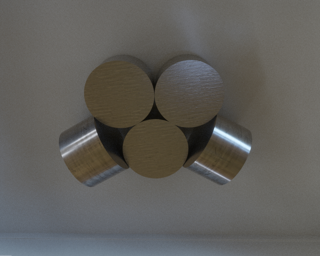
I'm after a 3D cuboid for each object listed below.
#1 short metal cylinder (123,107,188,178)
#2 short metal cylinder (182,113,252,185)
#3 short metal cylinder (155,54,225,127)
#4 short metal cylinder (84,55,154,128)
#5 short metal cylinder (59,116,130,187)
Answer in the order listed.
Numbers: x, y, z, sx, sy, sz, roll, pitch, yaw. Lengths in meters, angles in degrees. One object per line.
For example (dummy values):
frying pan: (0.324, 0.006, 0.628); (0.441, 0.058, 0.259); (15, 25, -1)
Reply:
short metal cylinder: (-0.005, 0.018, 0.403); (0.081, 0.050, 0.079); (0, 110, 0)
short metal cylinder: (0.070, 0.025, 0.390); (0.050, 0.080, 0.080); (28, 108, -10)
short metal cylinder: (0.034, -0.047, 0.379); (0.081, 0.050, 0.079); (0, 110, 0)
short metal cylinder: (-0.047, -0.046, 0.379); (0.081, 0.050, 0.079); (0, 110, 0)
short metal cylinder: (-0.080, 0.027, 0.390); (0.050, 0.080, 0.080); (-29, 108, 10)
